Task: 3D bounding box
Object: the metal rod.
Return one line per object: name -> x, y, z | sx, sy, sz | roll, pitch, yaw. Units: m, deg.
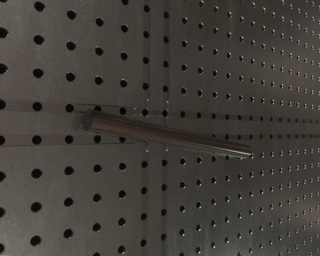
metal rod -> 0.034, 0.016, 0.439 | 0.302, 0.025, 0.025 | 12, 82, -40
